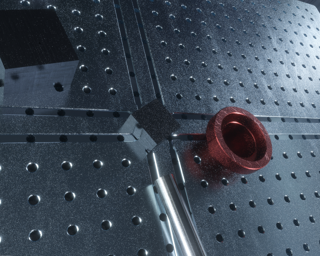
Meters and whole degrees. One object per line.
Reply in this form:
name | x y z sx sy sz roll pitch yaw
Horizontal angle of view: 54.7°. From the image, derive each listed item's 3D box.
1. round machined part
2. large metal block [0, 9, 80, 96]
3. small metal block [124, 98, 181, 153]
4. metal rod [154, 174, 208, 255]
round machined part | 0.108 0.021 0.445 0.099 0.042 0.098 14 56 -21
large metal block | -0.154 -0.091 0.365 0.081 0.050 0.080 -17 71 -35
small metal block | -0.009 -0.004 0.407 0.050 0.025 0.050 49 51 6
metal rod | 0.060 0.190 0.325 0.025 0.025 0.299 -10 67 -33
